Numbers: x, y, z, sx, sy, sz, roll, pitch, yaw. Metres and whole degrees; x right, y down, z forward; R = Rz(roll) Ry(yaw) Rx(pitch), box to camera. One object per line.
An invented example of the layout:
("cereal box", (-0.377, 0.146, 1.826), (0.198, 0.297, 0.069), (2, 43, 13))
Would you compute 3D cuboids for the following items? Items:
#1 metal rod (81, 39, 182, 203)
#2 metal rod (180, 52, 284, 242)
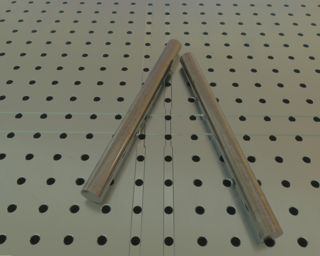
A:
("metal rod", (-0.026, -0.032, 0.434), (0.025, 0.025, 0.301), (16, 52, 12))
("metal rod", (0.079, -0.001, 0.409), (0.025, 0.025, 0.300), (-10, 51, -9))
